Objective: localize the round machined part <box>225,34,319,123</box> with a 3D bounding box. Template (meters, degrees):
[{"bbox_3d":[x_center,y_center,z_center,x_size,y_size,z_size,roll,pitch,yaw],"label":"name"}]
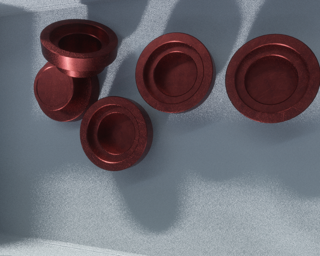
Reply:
[{"bbox_3d":[0.127,-0.054,0.356,0.098,0.042,0.097,0,90,19],"label":"round machined part"}]

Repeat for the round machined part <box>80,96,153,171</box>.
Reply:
[{"bbox_3d":[-0.055,0.007,0.420,0.098,0.042,0.097,0,90,19],"label":"round machined part"}]

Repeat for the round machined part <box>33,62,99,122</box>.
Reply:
[{"bbox_3d":[-0.142,-0.058,0.450,0.098,0.042,0.097,0,90,19],"label":"round machined part"}]

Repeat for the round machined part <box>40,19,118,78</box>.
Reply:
[{"bbox_3d":[-0.107,-0.105,0.419,0.098,0.099,0.042,30,137,17],"label":"round machined part"}]

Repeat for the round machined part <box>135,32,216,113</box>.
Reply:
[{"bbox_3d":[0.022,-0.067,0.393,0.098,0.042,0.097,0,90,19],"label":"round machined part"}]
